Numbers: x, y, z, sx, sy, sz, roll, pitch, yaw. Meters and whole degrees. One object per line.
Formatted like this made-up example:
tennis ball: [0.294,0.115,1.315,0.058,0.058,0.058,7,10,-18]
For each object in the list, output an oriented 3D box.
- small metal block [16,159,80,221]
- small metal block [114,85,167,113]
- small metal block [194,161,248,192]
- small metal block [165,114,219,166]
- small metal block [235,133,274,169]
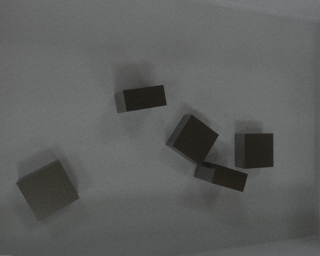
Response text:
small metal block: [-0.130,0.071,0.363,0.050,0.025,0.050,-28,100,-18]
small metal block: [-0.026,-0.035,0.388,0.050,0.050,0.025,-11,94,-20]
small metal block: [0.083,0.066,0.428,0.050,0.050,0.025,19,84,-19]
small metal block: [0.044,0.016,0.427,0.050,0.025,0.050,36,79,-17]
small metal block: [0.140,0.033,0.462,0.050,0.025,0.050,-1,90,-20]
